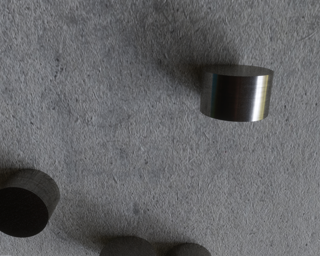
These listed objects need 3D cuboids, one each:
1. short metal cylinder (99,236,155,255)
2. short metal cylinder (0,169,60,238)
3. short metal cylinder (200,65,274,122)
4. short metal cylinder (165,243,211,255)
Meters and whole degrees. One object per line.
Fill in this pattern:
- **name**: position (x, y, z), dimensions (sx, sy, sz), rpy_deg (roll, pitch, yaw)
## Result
- **short metal cylinder**: position (-0.047, 0.207, 0.456), dimensions (0.080, 0.080, 0.050), rpy_deg (-1, 110, 0)
- **short metal cylinder**: position (-0.188, 0.104, 0.433), dimensions (0.081, 0.050, 0.079), rpy_deg (0, 110, 0)
- **short metal cylinder**: position (0.089, -0.044, 0.365), dimensions (0.081, 0.080, 0.050), rpy_deg (0, 110, 0)
- **short metal cylinder**: position (0.046, 0.228, 0.481), dimensions (0.081, 0.050, 0.079), rpy_deg (0, 110, 0)
